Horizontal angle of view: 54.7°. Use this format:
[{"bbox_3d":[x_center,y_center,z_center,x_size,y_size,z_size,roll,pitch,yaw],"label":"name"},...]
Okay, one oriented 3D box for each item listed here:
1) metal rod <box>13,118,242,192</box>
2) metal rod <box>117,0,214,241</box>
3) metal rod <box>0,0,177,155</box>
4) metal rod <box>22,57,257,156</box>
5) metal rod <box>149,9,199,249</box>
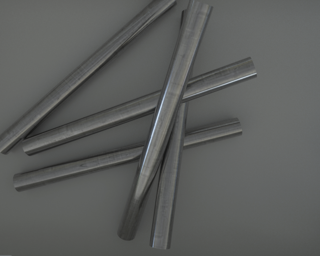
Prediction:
[{"bbox_3d":[-0.041,0.035,0.410,0.302,0.025,0.025,-14,90,-1],"label":"metal rod"},{"bbox_3d":[-0.002,0.008,0.360,0.025,0.025,0.298,18,111,-1],"label":"metal rod"},{"bbox_3d":[-0.098,-0.074,0.410,0.300,0.025,0.025,-42,91,-1],"label":"metal rod"},{"bbox_3d":[-0.034,-0.022,0.380,0.301,0.025,0.025,-19,90,11],"label":"metal rod"},{"bbox_3d":[0.020,-0.006,0.389,0.025,0.025,0.299,8,81,-1],"label":"metal rod"}]
